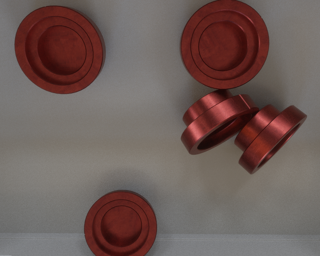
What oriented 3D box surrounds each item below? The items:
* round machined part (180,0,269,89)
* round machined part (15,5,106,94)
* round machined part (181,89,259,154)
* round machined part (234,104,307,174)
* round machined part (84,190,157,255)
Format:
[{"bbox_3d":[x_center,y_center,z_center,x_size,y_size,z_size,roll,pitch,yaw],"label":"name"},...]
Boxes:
[{"bbox_3d":[0.072,-0.096,0.363,0.099,0.042,0.097,0,102,-1],"label":"round machined part"},{"bbox_3d":[-0.113,-0.093,0.367,0.099,0.042,0.097,0,110,-1],"label":"round machined part"},{"bbox_3d":[0.067,-0.011,0.380,0.098,0.098,0.042,-35,70,12],"label":"round machined part"},{"bbox_3d":[0.132,0.009,0.388,0.042,0.098,0.098,45,107,22],"label":"round machined part"},{"bbox_3d":[-0.054,0.137,0.439,0.099,0.042,0.097,0,85,-2],"label":"round machined part"}]
